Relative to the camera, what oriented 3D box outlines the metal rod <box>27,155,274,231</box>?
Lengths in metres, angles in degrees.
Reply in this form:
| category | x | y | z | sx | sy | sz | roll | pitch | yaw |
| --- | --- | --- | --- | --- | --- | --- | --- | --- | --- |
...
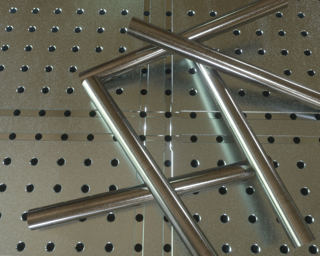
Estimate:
| category | x | y | z | sx | sy | sz | roll | pitch | yaw |
| --- | --- | --- | --- | --- | --- | --- | --- | --- | --- |
| metal rod | -0.006 | 0.078 | 0.382 | 0.302 | 0.025 | 0.025 | -12 | 71 | -5 |

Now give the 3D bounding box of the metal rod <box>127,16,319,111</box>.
| category | x | y | z | sx | sy | sz | roll | pitch | yaw |
| --- | --- | --- | --- | --- | --- | --- | --- | --- | --- |
| metal rod | 0.102 | -0.080 | 0.414 | 0.302 | 0.025 | 0.025 | 20 | 71 | -5 |

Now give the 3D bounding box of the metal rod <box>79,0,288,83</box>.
| category | x | y | z | sx | sy | sz | roll | pitch | yaw |
| --- | --- | --- | --- | --- | --- | --- | --- | --- | --- |
| metal rod | 0.031 | -0.122 | 0.432 | 0.301 | 0.025 | 0.025 | -22 | 72 | 1 |

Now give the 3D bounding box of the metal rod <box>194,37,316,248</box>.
| category | x | y | z | sx | sy | sz | roll | pitch | yaw |
| --- | --- | --- | --- | --- | --- | --- | --- | --- | --- |
| metal rod | 0.101 | -0.001 | 0.393 | 0.025 | 0.025 | 0.299 | -19 | 64 | -7 |

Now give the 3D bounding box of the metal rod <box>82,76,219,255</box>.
| category | x | y | z | sx | sy | sz | roll | pitch | yaw |
| --- | --- | --- | --- | --- | --- | --- | --- | --- | --- |
| metal rod | -0.011 | 0.053 | 0.365 | 0.025 | 0.025 | 0.299 | -32 | 70 | -11 |
